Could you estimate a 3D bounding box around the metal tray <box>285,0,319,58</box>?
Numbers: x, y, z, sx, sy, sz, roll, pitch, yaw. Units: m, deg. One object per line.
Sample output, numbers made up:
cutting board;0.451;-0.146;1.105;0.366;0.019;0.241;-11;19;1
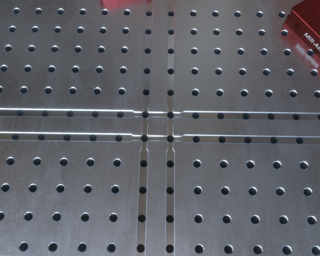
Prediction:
metal tray;0.267;-0.146;0.464;0.090;0.030;0.130;-32;73;-11
